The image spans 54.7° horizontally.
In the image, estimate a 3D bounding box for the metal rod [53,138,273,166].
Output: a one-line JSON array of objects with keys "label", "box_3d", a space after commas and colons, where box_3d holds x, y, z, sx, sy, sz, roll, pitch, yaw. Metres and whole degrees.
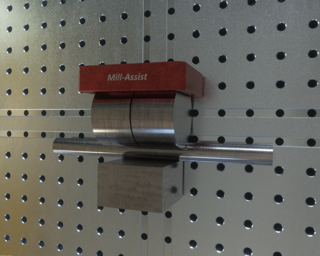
[{"label": "metal rod", "box_3d": [-0.010, 0.029, 0.412, 0.301, 0.025, 0.025, 1, 91, 19]}]

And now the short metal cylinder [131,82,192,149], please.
[{"label": "short metal cylinder", "box_3d": [0.005, -0.016, 0.379, 0.050, 0.080, 0.079, 2, 91, 20]}]

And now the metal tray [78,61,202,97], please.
[{"label": "metal tray", "box_3d": [-0.021, -0.056, 0.381, 0.130, 0.090, 0.030, 1, 91, 20]}]

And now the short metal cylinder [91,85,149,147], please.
[{"label": "short metal cylinder", "box_3d": [-0.044, -0.016, 0.396, 0.050, 0.080, 0.079, 1, 90, 20]}]

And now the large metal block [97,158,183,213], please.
[{"label": "large metal block", "box_3d": [-0.022, 0.067, 0.386, 0.080, 0.080, 0.050, 1, 91, 20]}]
